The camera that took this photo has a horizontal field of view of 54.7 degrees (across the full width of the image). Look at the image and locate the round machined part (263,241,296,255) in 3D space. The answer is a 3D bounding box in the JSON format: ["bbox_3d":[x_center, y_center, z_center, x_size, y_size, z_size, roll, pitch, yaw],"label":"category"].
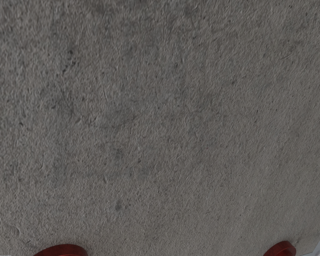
[{"bbox_3d":[0.298,0.330,0.762,0.099,0.042,0.097,-14,124,-21],"label":"round machined part"}]

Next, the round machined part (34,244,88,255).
[{"bbox_3d":[-0.148,0.221,0.451,0.099,0.042,0.097,-14,124,-21],"label":"round machined part"}]
